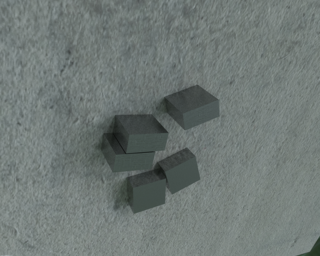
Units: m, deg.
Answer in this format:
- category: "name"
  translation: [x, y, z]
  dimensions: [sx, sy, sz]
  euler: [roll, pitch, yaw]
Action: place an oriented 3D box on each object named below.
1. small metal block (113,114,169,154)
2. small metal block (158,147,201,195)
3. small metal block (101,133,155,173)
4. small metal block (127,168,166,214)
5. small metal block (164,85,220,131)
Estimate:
- category: "small metal block"
  translation: [-0.025, 0.006, 0.382]
  dimensions: [0.050, 0.050, 0.025]
  euler: [-2, 120, -28]
- category: "small metal block"
  translation: [0.029, 0.065, 0.465]
  dimensions: [0.050, 0.025, 0.050]
  euler: [-26, 128, -13]
- category: "small metal block"
  translation: [-0.041, 0.029, 0.387]
  dimensions: [0.050, 0.050, 0.025]
  euler: [-1, 119, -28]
- category: "small metal block"
  translation: [-0.020, 0.092, 0.455]
  dimensions: [0.050, 0.025, 0.050]
  euler: [-13, 124, -22]
- category: "small metal block"
  translation: [0.041, -0.028, 0.398]
  dimensions: [0.050, 0.050, 0.025]
  euler: [-22, 127, -16]
